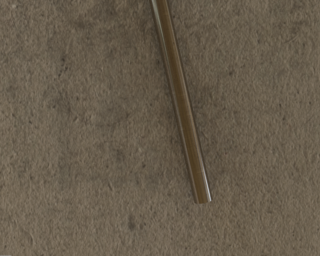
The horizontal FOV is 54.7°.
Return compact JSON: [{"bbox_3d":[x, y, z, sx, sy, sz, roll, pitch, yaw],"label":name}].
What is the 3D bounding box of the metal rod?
[{"bbox_3d":[0.025,-0.049,0.410,0.025,0.025,0.298,-13,90,0],"label":"metal rod"}]
